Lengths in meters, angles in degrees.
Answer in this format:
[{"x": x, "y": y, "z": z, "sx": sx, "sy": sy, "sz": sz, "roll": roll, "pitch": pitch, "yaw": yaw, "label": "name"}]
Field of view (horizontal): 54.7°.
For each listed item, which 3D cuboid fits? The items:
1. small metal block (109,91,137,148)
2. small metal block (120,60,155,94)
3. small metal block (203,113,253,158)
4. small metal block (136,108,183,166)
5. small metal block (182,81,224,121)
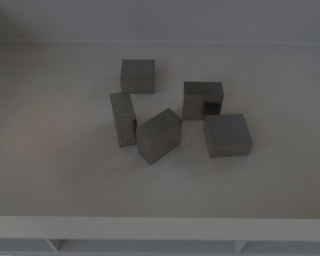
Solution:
[{"x": -0.046, "y": -0.011, "z": 0.398, "sx": 0.025, "sy": 0.050, "sz": 0.050, "roll": -11, "pitch": 51, "yaw": -9, "label": "small metal block"}, {"x": -0.033, "y": -0.078, "z": 0.471, "sx": 0.050, "sy": 0.025, "sz": 0.050, "roll": 0, "pitch": 50, "yaw": -1, "label": "small metal block"}, {"x": 0.086, "y": 0.009, "z": 0.398, "sx": 0.050, "sy": 0.025, "sz": 0.050, "roll": -3, "pitch": 50, "yaw": -4, "label": "small metal block"}, {"x": 0.000, "y": 0.011, "z": 0.380, "sx": 0.050, "sy": 0.050, "sz": 0.025, "roll": -33, "pitch": 58, "yaw": -25, "label": "small metal block"}, {"x": 0.056, "y": -0.036, "z": 0.419, "sx": 0.050, "sy": 0.050, "sz": 0.025, "roll": 1, "pitch": 50, "yaw": 0, "label": "small metal block"}]
